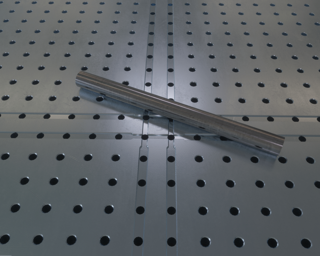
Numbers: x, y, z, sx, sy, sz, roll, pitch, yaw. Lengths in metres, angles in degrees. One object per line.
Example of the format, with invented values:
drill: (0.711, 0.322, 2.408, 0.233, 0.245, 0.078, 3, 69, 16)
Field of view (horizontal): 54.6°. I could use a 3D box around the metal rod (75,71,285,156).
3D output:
metal rod: (0.016, -0.026, 0.429, 0.301, 0.025, 0.025, 20, 53, 16)
